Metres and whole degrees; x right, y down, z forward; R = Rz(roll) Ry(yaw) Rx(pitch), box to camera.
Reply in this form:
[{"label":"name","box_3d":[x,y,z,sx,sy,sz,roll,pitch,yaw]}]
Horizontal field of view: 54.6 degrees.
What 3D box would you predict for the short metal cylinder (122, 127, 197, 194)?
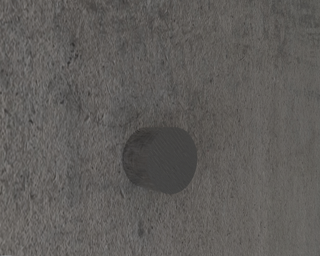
[{"label":"short metal cylinder","box_3d":[0.001,0.038,0.388,0.081,0.050,0.080,0,90,-40]}]
